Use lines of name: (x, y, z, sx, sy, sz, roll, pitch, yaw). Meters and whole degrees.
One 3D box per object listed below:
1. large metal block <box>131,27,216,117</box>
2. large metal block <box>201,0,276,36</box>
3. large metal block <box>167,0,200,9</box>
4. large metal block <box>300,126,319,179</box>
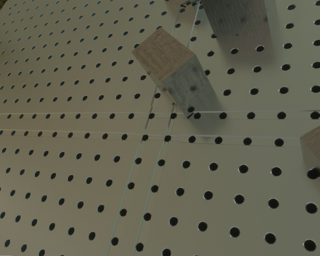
large metal block: (0.018, -0.073, 0.409, 0.050, 0.080, 0.080, -41, 51, 1)
large metal block: (0.108, -0.175, 0.424, 0.080, 0.080, 0.050, 5, 65, 31)
large metal block: (0.047, -0.259, 0.527, 0.080, 0.050, 0.080, -49, 51, -6)
large metal block: (0.187, 0.028, 0.277, 0.080, 0.050, 0.080, -31, 52, 8)
